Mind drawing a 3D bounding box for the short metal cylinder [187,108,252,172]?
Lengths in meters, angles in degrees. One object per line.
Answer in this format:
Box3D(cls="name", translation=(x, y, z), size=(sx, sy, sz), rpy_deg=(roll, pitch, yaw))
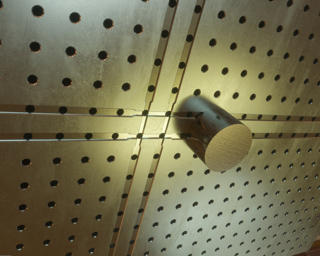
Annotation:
Box3D(cls="short metal cylinder", translation=(0.087, 0.018, 0.456), size=(0.081, 0.050, 0.079), rpy_deg=(-14, 124, -21))
